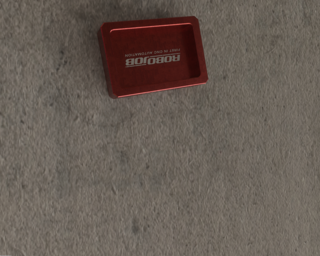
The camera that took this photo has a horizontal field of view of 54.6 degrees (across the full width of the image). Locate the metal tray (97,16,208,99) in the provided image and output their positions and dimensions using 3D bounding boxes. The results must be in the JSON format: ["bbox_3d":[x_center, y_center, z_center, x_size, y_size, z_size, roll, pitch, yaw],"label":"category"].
[{"bbox_3d":[-0.007,-0.092,0.403,0.131,0.030,0.090,-12,94,-20],"label":"metal tray"}]
